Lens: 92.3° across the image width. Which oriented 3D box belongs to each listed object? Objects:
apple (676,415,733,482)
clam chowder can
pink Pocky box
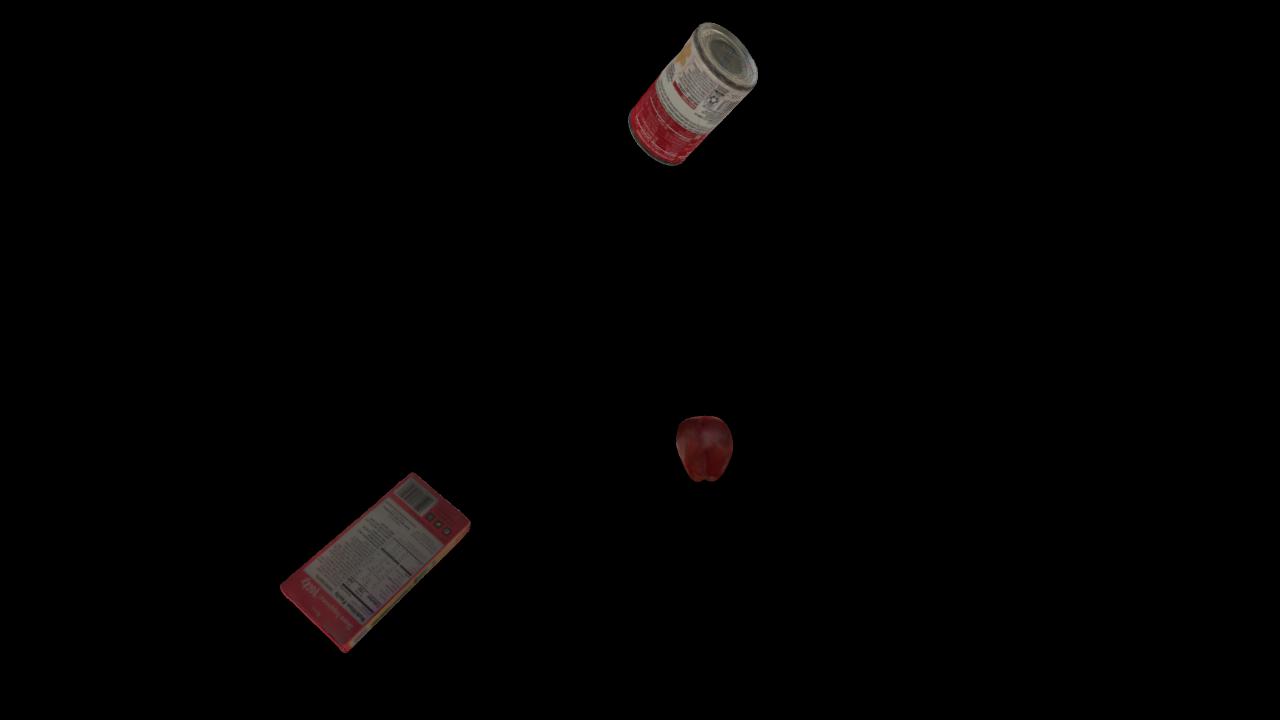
[{"bbox_3d":[0.091,0.121,0.859,0.079,0.093,0.079,0,-23,0],"label":"apple"},{"bbox_3d":[0.044,-0.228,0.535,0.068,0.068,0.102,0,-22,-36],"label":"clam chowder can"},{"bbox_3d":[-0.250,0.190,0.594,0.084,0.029,0.155,36,51,11],"label":"pink Pocky box"}]
